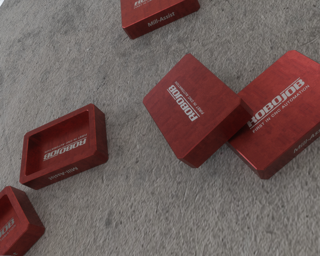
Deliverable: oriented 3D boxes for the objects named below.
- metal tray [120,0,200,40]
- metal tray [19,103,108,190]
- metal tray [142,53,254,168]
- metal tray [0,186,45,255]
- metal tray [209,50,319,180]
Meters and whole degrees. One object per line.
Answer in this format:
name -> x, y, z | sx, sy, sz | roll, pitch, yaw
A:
metal tray -> -0.003, -0.216, 0.535 | 0.130, 0.030, 0.090 | -19, 54, 16
metal tray -> -0.143, 0.028, 0.458 | 0.130, 0.030, 0.090 | -22, 53, 14
metal tray -> 0.038, -0.026, 0.371 | 0.090, 0.030, 0.130 | -45, 40, 11
metal tray -> -0.229, 0.156, 0.424 | 0.130, 0.030, 0.090 | -47, 51, -5
metal tray -> 0.131, -0.018, 0.342 | 0.130, 0.030, 0.090 | -40, 51, 0
